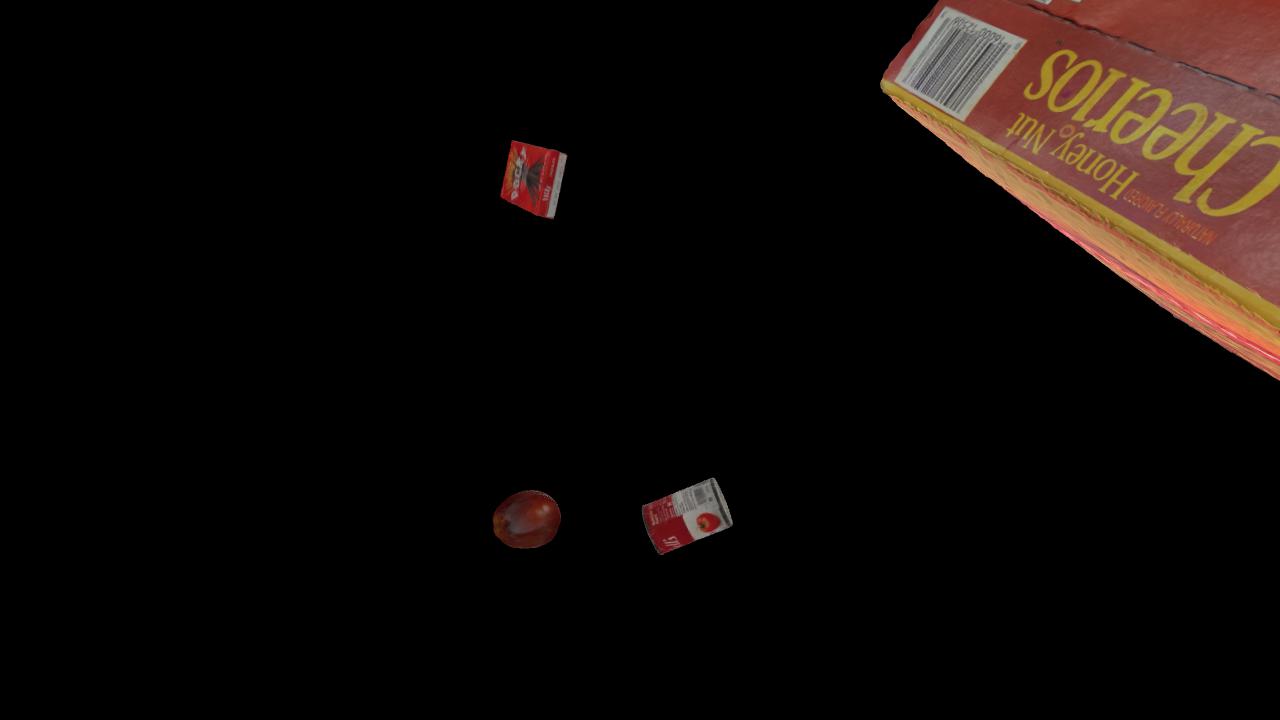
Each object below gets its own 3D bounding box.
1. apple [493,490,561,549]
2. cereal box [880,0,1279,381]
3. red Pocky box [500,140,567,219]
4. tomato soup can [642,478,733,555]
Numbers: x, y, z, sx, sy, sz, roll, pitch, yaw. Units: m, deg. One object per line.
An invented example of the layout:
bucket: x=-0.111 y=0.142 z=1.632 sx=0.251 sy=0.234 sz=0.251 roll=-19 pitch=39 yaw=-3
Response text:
apple: x=-0.152 y=0.214 z=0.833 sx=0.093 sy=0.079 sz=0.079 roll=-6 pitch=4 yaw=-41
cereal box: x=0.271 y=-0.053 z=0.272 sx=0.306 sy=0.081 sz=0.203 roll=11 pitch=35 yaw=-38
red Pocky box: x=-0.144 y=-0.241 z=0.813 sx=0.028 sy=0.083 sz=0.155 roll=4 pitch=19 yaw=-32
tomato soup can: x=0.061 y=0.200 z=0.791 sx=0.101 sy=0.068 sz=0.068 roll=-24 pitch=-3 yaw=7
